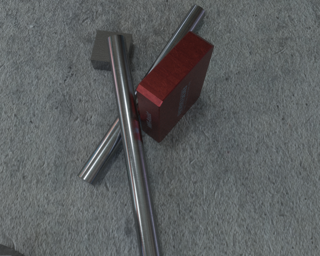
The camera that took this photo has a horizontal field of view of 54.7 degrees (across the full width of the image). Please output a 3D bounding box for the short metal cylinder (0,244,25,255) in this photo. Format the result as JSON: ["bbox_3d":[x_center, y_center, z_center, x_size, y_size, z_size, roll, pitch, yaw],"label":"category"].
[{"bbox_3d":[-0.165,0.161,0.318,0.080,0.080,0.050,30,73,10],"label":"short metal cylinder"}]

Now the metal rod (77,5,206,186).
[{"bbox_3d":[-0.017,-0.056,0.428,0.025,0.025,0.300,29,72,9],"label":"metal rod"}]

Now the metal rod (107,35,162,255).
[{"bbox_3d":[-0.032,0.027,0.377,0.025,0.025,0.299,-9,78,-4],"label":"metal rod"}]

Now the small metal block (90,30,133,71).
[{"bbox_3d":[-0.068,-0.111,0.448,0.050,0.025,0.050,7,70,2],"label":"small metal block"}]

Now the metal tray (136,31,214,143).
[{"bbox_3d":[0.016,-0.041,0.368,0.030,0.130,0.090,38,74,12],"label":"metal tray"}]
